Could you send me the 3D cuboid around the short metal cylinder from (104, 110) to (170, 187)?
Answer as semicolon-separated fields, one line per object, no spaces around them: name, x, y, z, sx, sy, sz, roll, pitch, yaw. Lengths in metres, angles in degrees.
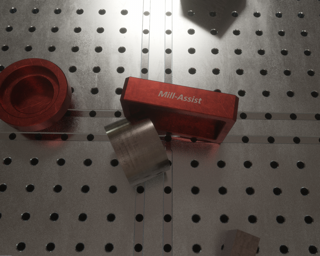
short metal cylinder;-0.028;0.025;0.373;0.050;0.080;0.080;-24;72;-9

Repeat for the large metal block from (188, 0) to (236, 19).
large metal block;0.088;-0.234;0.485;0.080;0.050;0.080;34;73;11

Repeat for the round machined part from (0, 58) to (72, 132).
round machined part;-0.168;-0.041;0.416;0.099;0.042;0.098;0;70;-1

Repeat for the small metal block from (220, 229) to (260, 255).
small metal block;0.086;0.143;0.347;0.025;0.050;0.050;21;71;7

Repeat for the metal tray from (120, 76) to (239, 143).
metal tray;0.022;-0.019;0.384;0.131;0.090;0.030;10;71;3
